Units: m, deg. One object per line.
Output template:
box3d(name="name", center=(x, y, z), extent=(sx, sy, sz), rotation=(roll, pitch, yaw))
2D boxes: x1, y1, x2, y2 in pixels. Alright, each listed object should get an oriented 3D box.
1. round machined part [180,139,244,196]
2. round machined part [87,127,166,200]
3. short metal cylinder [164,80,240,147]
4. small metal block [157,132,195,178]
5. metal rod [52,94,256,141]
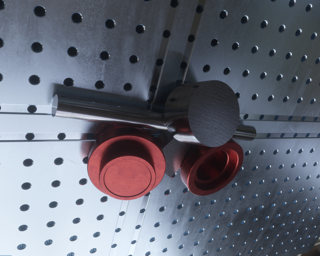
box3d(name="round machined part", center=(0.073, 0.050, 0.464), extent=(0.099, 0.042, 0.097), rotation=(-17, 128, -22))
box3d(name="round machined part", center=(-0.041, 0.051, 0.388), extent=(0.099, 0.042, 0.097), rotation=(-4, 118, -6))
box3d(name="short metal cylinder", center=(0.053, -0.018, 0.389), extent=(0.081, 0.050, 0.079), rotation=(-2, 94, -32))
box3d(name="small metal block", center=(0.013, 0.034, 0.435), extent=(0.050, 0.025, 0.050), rotation=(-45, 129, 3))
box3d(name="metal rod", center=(0.015, -0.008, 0.410), extent=(0.302, 0.025, 0.025), rotation=(7, 115, -32))
